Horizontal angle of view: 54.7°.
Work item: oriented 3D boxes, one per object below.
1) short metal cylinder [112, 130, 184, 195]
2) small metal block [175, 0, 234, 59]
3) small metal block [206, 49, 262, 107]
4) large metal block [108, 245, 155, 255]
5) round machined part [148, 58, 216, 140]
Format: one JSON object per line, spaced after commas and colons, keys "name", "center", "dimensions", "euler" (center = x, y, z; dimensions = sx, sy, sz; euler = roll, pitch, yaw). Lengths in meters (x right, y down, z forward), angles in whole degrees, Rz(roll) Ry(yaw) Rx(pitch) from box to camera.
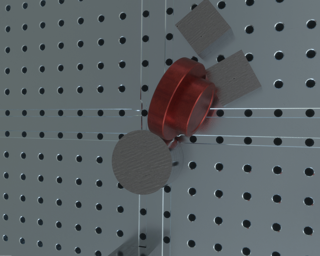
{"name": "short metal cylinder", "center": [-0.015, 0.042, 0.404], "dimensions": [0.080, 0.050, 0.079], "euler": [0, 90, 20]}
{"name": "small metal block", "center": [0.056, -0.125, 0.392], "dimensions": [0.050, 0.025, 0.050], "euler": [-38, 78, 16]}
{"name": "small metal block", "center": [0.090, -0.059, 0.381], "dimensions": [0.050, 0.025, 0.050], "euler": [-28, 81, 17]}
{"name": "large metal block", "center": [-0.044, 0.207, 0.398], "dimensions": [0.050, 0.080, 0.079], "euler": [-1, 90, 20]}
{"name": "round machined part", "center": [0.031, -0.029, 0.362], "dimensions": [0.042, 0.098, 0.097], "euler": [27, 99, 20]}
